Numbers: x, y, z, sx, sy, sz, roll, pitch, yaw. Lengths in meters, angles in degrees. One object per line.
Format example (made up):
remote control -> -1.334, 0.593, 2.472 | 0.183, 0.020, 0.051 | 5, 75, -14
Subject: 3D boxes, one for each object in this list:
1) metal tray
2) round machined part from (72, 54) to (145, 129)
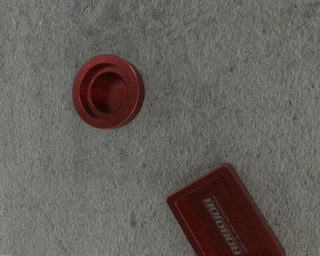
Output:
metal tray -> 0.079, 0.120, 0.378 | 0.090, 0.030, 0.130 | -33, 80, 16
round machined part -> -0.066, -0.047, 0.422 | 0.098, 0.042, 0.097 | 0, 90, 19
